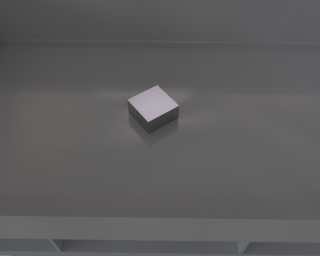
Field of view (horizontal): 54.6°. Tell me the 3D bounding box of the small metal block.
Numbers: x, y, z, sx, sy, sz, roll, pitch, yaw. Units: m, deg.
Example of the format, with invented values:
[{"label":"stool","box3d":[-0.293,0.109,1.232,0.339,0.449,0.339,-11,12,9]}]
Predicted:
[{"label":"small metal block","box3d":[-0.009,-0.026,0.427,0.050,0.025,0.050,-29,56,-22]}]
